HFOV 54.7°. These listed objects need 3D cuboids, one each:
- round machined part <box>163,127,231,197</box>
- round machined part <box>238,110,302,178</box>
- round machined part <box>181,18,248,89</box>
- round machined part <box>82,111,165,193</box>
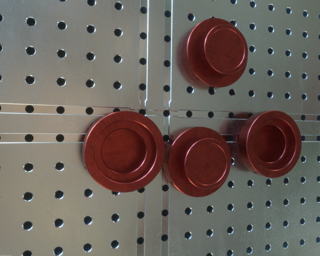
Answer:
[{"bbox_3d":[0.056,0.047,0.426,0.099,0.042,0.097,0,90,-20],"label":"round machined part"},{"bbox_3d":[0.159,0.023,0.464,0.099,0.042,0.097,0,90,-20],"label":"round machined part"},{"bbox_3d":[0.083,-0.106,0.436,0.099,0.042,0.097,0,90,-20],"label":"round machined part"},{"bbox_3d":[-0.047,0.028,0.387,0.099,0.042,0.097,0,90,-21],"label":"round machined part"}]
